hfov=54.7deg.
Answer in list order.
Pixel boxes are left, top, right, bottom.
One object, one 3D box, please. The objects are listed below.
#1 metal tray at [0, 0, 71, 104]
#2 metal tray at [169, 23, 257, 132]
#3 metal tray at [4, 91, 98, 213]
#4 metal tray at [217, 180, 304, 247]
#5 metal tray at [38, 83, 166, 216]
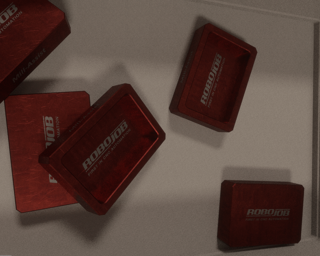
[{"bbox_3d":[-0.173,-0.093,0.328,0.090,0.030,0.130,38,77,5],"label":"metal tray"},{"bbox_3d":[0.076,-0.068,0.437,0.091,0.030,0.129,21,83,-19],"label":"metal tray"},{"bbox_3d":[-0.124,0.025,0.362,0.091,0.030,0.129,-6,92,-20],"label":"metal tray"},{"bbox_3d":[0.154,0.127,0.467,0.131,0.030,0.089,5,88,-20],"label":"metal tray"},{"bbox_3d":[-0.059,0.022,0.358,0.130,0.030,0.090,-50,119,-30],"label":"metal tray"}]
